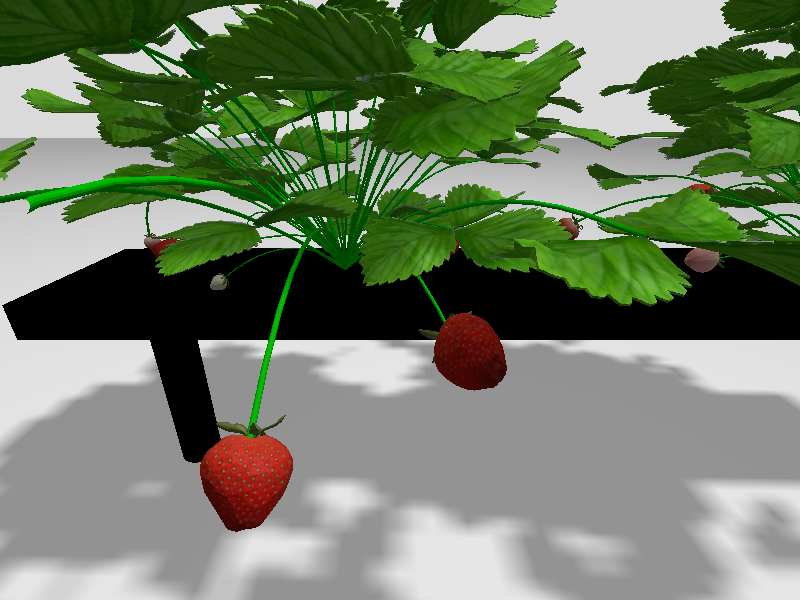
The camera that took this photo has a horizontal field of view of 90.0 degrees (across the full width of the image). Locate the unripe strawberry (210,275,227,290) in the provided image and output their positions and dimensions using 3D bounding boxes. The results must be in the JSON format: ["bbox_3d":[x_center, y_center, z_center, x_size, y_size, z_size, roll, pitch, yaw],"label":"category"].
[{"bbox_3d":[-0.146,-0.013,0.321,0.013,0.011,0.013,-37,35,-11],"label":"unripe strawberry"}]

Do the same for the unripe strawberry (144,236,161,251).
[{"bbox_3d":[-0.249,-0.057,0.403,0.015,0.015,0.014,5,24,11],"label":"unripe strawberry"}]

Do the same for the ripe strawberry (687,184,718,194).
[{"bbox_3d":[0.428,-0.144,0.577,0.050,0.045,0.045,3,13,6],"label":"ripe strawberry"}]

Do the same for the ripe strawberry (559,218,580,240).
[{"bbox_3d":[0.187,-0.078,0.454,0.028,0.028,0.026,-40,1,34],"label":"ripe strawberry"}]

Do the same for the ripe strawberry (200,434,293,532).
[{"bbox_3d":[-0.052,0.061,0.135,0.030,0.030,0.025,0,-19,0],"label":"ripe strawberry"}]

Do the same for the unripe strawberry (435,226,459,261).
[{"bbox_3d":[0.038,-0.054,0.382,0.037,0.037,0.041,-5,24,-13],"label":"unripe strawberry"}]

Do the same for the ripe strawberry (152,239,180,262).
[{"bbox_3d":[-0.221,-0.046,0.381,0.027,0.023,0.027,2,24,6],"label":"ripe strawberry"}]

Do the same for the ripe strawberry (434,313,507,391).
[{"bbox_3d":[0.035,0.027,0.195,0.034,0.039,0.037,-11,28,-23],"label":"ripe strawberry"}]

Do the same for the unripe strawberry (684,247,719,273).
[{"bbox_3d":[0.270,-0.037,0.361,0.026,0.025,0.024,-1,24,-2],"label":"unripe strawberry"}]
